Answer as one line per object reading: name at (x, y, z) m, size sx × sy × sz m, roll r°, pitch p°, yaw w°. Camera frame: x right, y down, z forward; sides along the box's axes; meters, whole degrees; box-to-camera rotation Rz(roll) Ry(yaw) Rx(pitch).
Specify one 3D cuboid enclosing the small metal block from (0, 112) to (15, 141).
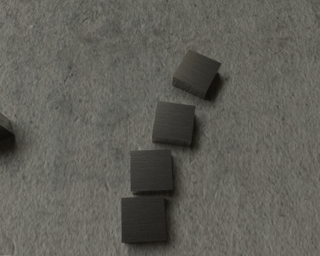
small metal block at (-0.223, 0.001, 0.392) m, size 0.050 × 0.050 × 0.025 m, roll -24°, pitch 72°, yaw -9°

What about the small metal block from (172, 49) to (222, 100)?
small metal block at (0.051, -0.076, 0.436) m, size 0.050 × 0.025 × 0.050 m, roll 26°, pitch 72°, yaw 9°

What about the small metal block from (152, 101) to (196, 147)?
small metal block at (0.018, -0.005, 0.410) m, size 0.050 × 0.025 × 0.050 m, roll 8°, pitch 70°, yaw 2°

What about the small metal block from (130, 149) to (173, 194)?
small metal block at (-0.011, 0.055, 0.388) m, size 0.050 × 0.025 × 0.050 m, roll -2°, pitch 70°, yaw -1°

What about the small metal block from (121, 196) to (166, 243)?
small metal block at (-0.019, 0.109, 0.368) m, size 0.050 × 0.025 × 0.050 m, roll -3°, pitch 70°, yaw -2°
